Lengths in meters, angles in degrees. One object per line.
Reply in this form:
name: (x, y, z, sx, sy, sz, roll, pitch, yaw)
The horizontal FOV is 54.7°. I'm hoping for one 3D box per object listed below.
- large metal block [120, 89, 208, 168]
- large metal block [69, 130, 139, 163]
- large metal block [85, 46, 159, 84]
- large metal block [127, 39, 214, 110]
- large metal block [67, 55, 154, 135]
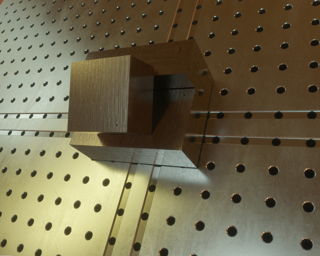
large metal block: (0.007, 0.000, 0.384, 0.080, 0.050, 0.080, 1, 62, 28)
large metal block: (-0.064, -0.001, 0.422, 0.080, 0.050, 0.080, 1, 62, 28)
large metal block: (-0.055, -0.066, 0.439, 0.080, 0.080, 0.050, 1, 62, 28)
large metal block: (0.016, -0.064, 0.402, 0.080, 0.080, 0.050, 1, 62, 28)
large metal block: (-0.056, -0.034, 0.355, 0.080, 0.050, 0.080, 0, 86, 28)
